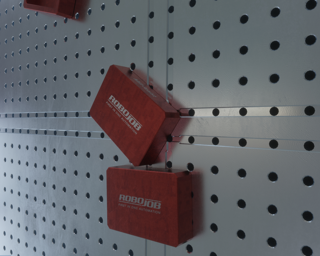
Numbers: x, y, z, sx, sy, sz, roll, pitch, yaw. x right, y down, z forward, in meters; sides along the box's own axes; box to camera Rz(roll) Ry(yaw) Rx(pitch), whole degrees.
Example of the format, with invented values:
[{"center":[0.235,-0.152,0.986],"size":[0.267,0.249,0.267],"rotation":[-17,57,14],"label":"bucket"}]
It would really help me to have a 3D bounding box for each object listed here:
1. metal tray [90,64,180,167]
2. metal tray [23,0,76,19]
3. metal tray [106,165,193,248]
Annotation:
[{"center":[-0.041,-0.020,0.442],"size":[0.130,0.030,0.090],"rotation":[44,116,31],"label":"metal tray"},{"center":[-0.203,-0.259,0.575],"size":[0.130,0.030,0.089],"rotation":[24,105,37],"label":"metal tray"},{"center":[-0.019,0.100,0.423],"size":[0.130,0.030,0.090],"rotation":[-2,89,40],"label":"metal tray"}]
